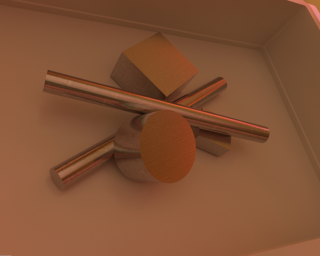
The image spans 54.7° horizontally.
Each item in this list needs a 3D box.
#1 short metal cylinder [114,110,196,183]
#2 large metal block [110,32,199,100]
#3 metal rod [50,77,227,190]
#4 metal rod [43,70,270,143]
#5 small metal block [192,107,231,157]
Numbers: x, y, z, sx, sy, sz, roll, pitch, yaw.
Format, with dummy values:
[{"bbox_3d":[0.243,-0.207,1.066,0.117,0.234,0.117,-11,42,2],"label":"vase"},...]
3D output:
[{"bbox_3d":[-0.005,0.022,0.355,0.081,0.050,0.080,7,79,-39],"label":"short metal cylinder"},{"bbox_3d":[-0.007,-0.076,0.431,0.080,0.050,0.080,46,51,3],"label":"large metal block"},{"bbox_3d":[-0.004,-0.010,0.408,0.302,0.025,0.025,-31,79,-38],"label":"metal rod"},{"bbox_3d":[0.012,-0.021,0.392,0.302,0.025,0.025,13,57,-22],"label":"metal rod"},{"bbox_3d":[0.073,0.006,0.439,0.050,0.025,0.050,24,53,-14],"label":"small metal block"}]
